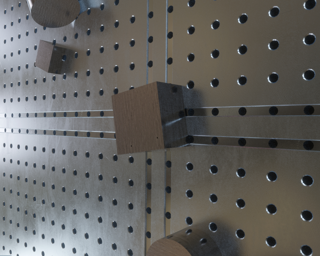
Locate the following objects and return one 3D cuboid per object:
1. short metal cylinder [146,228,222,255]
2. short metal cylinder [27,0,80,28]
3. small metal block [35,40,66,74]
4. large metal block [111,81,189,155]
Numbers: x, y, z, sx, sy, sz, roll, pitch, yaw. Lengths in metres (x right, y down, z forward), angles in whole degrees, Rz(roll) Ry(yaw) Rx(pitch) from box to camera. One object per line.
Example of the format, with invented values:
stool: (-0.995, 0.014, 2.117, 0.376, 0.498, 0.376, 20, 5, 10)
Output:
short metal cylinder: (0.029, 0.166, 0.369, 0.080, 0.050, 0.080, 0, 90, 40)
short metal cylinder: (-0.182, -0.217, 0.524, 0.080, 0.081, 0.050, -36, 68, 34)
small metal block: (-0.206, -0.133, 0.580, 0.050, 0.025, 0.050, 28, 108, 36)
large metal block: (-0.014, -0.010, 0.405, 0.080, 0.050, 0.080, -11, 83, 39)
